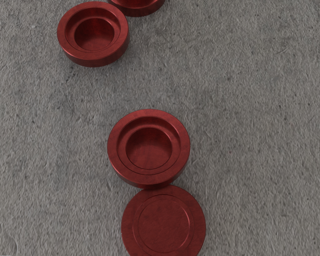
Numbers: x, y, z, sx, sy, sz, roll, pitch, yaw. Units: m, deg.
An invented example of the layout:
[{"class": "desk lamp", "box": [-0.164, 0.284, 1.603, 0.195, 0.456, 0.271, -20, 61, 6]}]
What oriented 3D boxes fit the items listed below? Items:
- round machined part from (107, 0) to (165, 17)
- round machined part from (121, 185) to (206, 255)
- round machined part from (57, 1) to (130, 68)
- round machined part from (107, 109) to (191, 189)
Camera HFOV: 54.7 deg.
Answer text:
[{"class": "round machined part", "box": [-0.038, -0.226, 0.481, 0.099, 0.042, 0.098, 0, 70, 0]}, {"class": "round machined part", "box": [0.004, 0.113, 0.358, 0.099, 0.042, 0.098, 0, 70, 0]}, {"class": "round machined part", "box": [-0.092, -0.129, 0.445, 0.099, 0.042, 0.098, 0, 70, 0]}, {"class": "round machined part", "box": [-0.013, 0.028, 0.384, 0.099, 0.042, 0.098, 0, 63, -1]}]
